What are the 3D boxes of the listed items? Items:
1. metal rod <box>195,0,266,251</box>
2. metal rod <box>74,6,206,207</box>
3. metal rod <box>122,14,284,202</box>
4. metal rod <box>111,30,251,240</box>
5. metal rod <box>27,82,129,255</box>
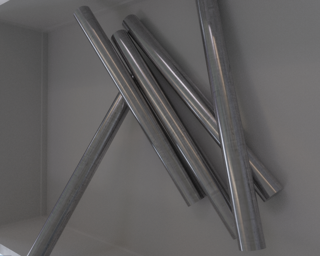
[{"bbox_3d":[0.068,-0.031,0.327,0.025,0.025,0.299,-19,71,38],"label":"metal rod"},{"bbox_3d":[-0.032,-0.037,0.402,0.025,0.025,0.299,-39,76,33],"label":"metal rod"},{"bbox_3d":[0.036,-0.042,0.377,0.025,0.025,0.300,-51,60,28],"label":"metal rod"},{"bbox_3d":[0.016,-0.007,0.382,0.025,0.025,0.299,-44,67,31],"label":"metal rod"},{"bbox_3d":[-0.100,0.059,0.409,0.025,0.025,0.299,19,77,38],"label":"metal rod"}]
